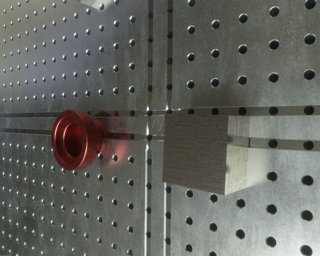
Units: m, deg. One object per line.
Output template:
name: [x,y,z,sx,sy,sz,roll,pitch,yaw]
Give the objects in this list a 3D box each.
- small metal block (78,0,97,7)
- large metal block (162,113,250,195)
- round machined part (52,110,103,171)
small metal block: [-0.114,-0.237,0.504,0.050,0.025,0.050,-31,71,35]
large metal block: [0.051,0.025,0.351,0.080,0.050,0.079,4,93,40]
round machined part: [-0.132,0.019,0.508,0.098,0.042,0.097,0,90,40]
